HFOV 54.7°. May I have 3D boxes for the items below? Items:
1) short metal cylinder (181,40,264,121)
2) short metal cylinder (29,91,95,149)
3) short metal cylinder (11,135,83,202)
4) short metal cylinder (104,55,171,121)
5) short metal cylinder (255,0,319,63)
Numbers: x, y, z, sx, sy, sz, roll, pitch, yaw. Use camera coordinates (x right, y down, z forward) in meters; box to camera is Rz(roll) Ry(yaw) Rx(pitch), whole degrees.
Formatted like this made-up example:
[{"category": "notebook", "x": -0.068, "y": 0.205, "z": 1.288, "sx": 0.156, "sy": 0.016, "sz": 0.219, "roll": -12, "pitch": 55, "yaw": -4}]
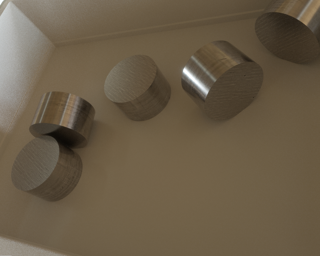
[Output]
[{"category": "short metal cylinder", "x": 0.073, "y": -0.055, "z": 0.365, "sx": 0.080, "sy": 0.080, "sz": 0.050, "roll": -38, "pitch": 51, "yaw": 2}, {"category": "short metal cylinder", "x": -0.139, "y": -0.009, "z": 0.447, "sx": 0.080, "sy": 0.080, "sz": 0.050, "roll": -6, "pitch": 59, "yaw": 25}, {"category": "short metal cylinder", "x": -0.158, "y": 0.057, "z": 0.435, "sx": 0.080, "sy": 0.050, "sz": 0.080, "roll": -13, "pitch": 56, "yaw": 20}, {"category": "short metal cylinder", "x": -0.031, "y": -0.056, "z": 0.439, "sx": 0.080, "sy": 0.050, "sz": 0.080, "roll": -13, "pitch": 56, "yaw": 20}, {"category": "short metal cylinder", "x": 0.160, "y": -0.122, "z": 0.361, "sx": 0.080, "sy": 0.080, "sz": 0.050, "roll": 32, "pitch": 80, "yaw": 37}]
